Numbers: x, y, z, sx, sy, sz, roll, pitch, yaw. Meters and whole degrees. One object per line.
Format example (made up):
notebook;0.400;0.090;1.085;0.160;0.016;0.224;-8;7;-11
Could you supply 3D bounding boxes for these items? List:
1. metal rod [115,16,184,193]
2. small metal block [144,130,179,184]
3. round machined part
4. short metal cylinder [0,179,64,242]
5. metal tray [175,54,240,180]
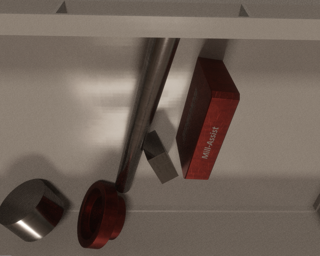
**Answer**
metal rod;-0.026;0.003;0.372;0.025;0.025;0.298;10;142;-9
small metal block;-0.002;0.039;0.423;0.025;0.050;0.050;-27;127;1
round machined part;-0.087;0.135;0.476;0.042;0.098;0.097;20;128;-30
short metal cylinder;-0.198;0.126;0.477;0.080;0.080;0.050;-18;128;14
metal tray;0.051;-0.012;0.375;0.030;0.090;0.129;4;129;-10
